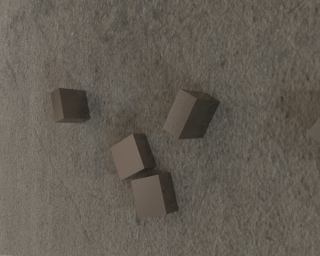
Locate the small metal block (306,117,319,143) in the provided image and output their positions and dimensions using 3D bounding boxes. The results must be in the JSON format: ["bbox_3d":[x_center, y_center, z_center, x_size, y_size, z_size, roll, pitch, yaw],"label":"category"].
[{"bbox_3d":[0.167,0.000,0.267,0.050,0.025,0.050,44,116,31],"label":"small metal block"}]

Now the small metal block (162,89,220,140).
[{"bbox_3d":[0.037,-0.015,0.357,0.025,0.050,0.050,36,112,34],"label":"small metal block"}]

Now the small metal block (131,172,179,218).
[{"bbox_3d":[-0.008,0.089,0.409,0.050,0.025,0.050,-19,78,38],"label":"small metal block"}]

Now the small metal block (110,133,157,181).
[{"bbox_3d":[-0.038,0.041,0.434,0.050,0.025,0.050,-31,71,35],"label":"small metal block"}]

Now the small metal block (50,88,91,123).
[{"bbox_3d":[-0.146,-0.036,0.506,0.025,0.050,0.050,-20,78,38],"label":"small metal block"}]
